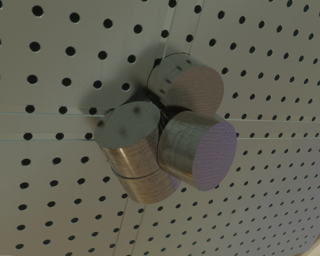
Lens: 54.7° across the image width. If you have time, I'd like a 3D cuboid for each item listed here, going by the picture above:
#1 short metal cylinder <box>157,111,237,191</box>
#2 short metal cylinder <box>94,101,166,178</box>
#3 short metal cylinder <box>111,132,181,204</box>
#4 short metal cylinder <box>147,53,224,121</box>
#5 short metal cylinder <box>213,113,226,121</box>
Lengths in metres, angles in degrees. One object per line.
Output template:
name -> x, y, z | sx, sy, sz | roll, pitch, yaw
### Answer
short metal cylinder -> 0.043, 0.025, 0.352 | 0.081, 0.050, 0.079 | -20, 120, -41
short metal cylinder -> -0.030, 0.013, 0.368 | 0.080, 0.080, 0.050 | -30, 129, -10
short metal cylinder -> -0.016, 0.050, 0.399 | 0.080, 0.080, 0.050 | -30, 129, -10
short metal cylinder -> 0.031, -0.046, 0.384 | 0.081, 0.050, 0.079 | -14, 125, -21
short metal cylinder -> 0.055, 0.012, 0.434 | 0.081, 0.050, 0.079 | -14, 125, -21
